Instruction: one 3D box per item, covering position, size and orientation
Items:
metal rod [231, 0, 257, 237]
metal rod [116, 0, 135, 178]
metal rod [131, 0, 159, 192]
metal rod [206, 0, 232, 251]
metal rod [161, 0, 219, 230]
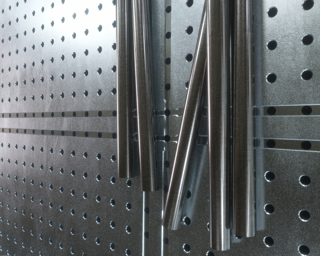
[{"bbox_3d":[0.090,-0.036,0.333,0.025,0.025,0.298,-1,90,39],"label":"metal rod"},{"bbox_3d":[-0.050,-0.079,0.448,0.025,0.025,0.298,-1,89,39],"label":"metal rod"},{"bbox_3d":[-0.021,-0.065,0.424,0.025,0.025,0.298,-5,87,39],"label":"metal rod"},{"bbox_3d":[0.065,-0.015,0.339,0.025,0.025,0.298,2,96,39],"label":"metal rod"},{"bbox_3d":[0.041,-0.021,0.373,0.025,0.025,0.298,17,101,38],"label":"metal rod"}]
